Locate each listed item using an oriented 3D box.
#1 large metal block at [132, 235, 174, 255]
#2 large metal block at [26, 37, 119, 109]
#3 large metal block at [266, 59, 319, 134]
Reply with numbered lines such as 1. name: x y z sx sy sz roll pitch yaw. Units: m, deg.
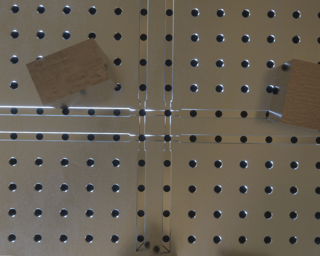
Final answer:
1. large metal block: -0.021 0.194 0.386 0.050 0.080 0.080 42 90 -1
2. large metal block: -0.103 -0.063 0.385 0.080 0.080 0.050 -22 90 0
3. large metal block: 0.195 -0.038 0.404 0.080 0.050 0.080 12 90 -1
